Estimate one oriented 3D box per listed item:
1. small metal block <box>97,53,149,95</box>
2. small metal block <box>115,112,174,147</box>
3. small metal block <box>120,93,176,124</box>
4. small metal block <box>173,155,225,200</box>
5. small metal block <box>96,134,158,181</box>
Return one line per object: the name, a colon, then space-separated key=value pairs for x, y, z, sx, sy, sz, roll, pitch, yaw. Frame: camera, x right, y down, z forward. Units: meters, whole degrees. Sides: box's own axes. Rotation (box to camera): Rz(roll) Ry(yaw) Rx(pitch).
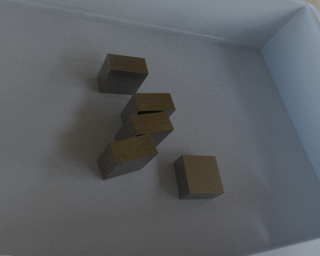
small metal block: x=-0.050 y=-0.069 z=0.406 sx=0.050 sy=0.050 sz=0.025 roll=1 pitch=62 yaw=-28
small metal block: x=-0.020 y=0.006 z=0.376 sx=0.050 sy=0.050 sz=0.025 roll=-8 pitch=66 yaw=-34
small metal block: x=-0.016 y=-0.020 z=0.395 sx=0.050 sy=0.050 sz=0.025 roll=-4 pitch=64 yaw=-30
small metal block: x=0.049 y=0.063 z=0.395 sx=0.050 sy=0.025 sz=0.050 roll=5 pitch=60 yaw=-26
small metal block: x=-0.038 y=0.033 z=0.350 sx=0.050 sy=0.050 sz=0.025 roll=-12 pitch=69 yaw=-34
